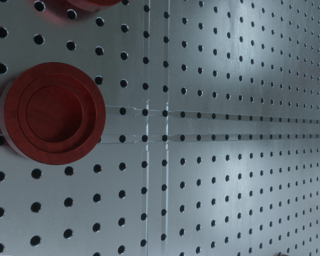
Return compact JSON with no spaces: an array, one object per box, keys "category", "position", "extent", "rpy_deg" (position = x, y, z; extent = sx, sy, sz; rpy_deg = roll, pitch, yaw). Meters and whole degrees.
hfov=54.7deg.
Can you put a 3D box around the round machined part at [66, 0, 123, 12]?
[{"category":"round machined part","position":[-0.080,-0.175,0.332],"extent":[0.099,0.042,0.097],"rpy_deg":[0,90,-40]}]

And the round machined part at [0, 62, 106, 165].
[{"category":"round machined part","position":[-0.108,-0.013,0.309],"extent":[0.099,0.042,0.097],"rpy_deg":[0,90,-40]}]
